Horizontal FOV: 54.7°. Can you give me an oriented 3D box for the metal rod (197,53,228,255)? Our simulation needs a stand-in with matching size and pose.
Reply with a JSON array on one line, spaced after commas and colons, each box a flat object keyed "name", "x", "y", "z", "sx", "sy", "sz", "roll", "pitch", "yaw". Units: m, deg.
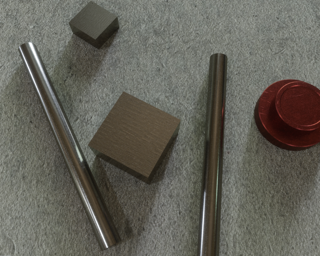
[{"name": "metal rod", "x": 0.068, "y": 0.039, "z": 0.394, "sx": 0.025, "sy": 0.025, "sz": 0.299, "roll": 6, "pitch": 70, "yaw": 2}]

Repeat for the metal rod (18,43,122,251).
[{"name": "metal rod", "x": -0.124, "y": 0.011, "z": 0.402, "sx": 0.025, "sy": 0.025, "sz": 0.299, "roll": -25, "pitch": 72, "yaw": -9}]

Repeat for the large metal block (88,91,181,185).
[{"name": "large metal block", "x": -0.030, "y": 0.013, "z": 0.390, "sx": 0.080, "sy": 0.050, "sz": 0.080, "roll": 27, "pitch": 72, "yaw": 9}]

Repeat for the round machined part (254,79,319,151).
[{"name": "round machined part", "x": 0.180, "y": -0.022, "z": 0.409, "sx": 0.099, "sy": 0.042, "sz": 0.098, "roll": 0, "pitch": 70, "yaw": -1}]

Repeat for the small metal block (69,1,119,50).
[{"name": "small metal block", "x": -0.098, "y": -0.154, "z": 0.463, "sx": 0.050, "sy": 0.025, "sz": 0.050, "roll": 34, "pitch": 73, "yaw": 11}]
